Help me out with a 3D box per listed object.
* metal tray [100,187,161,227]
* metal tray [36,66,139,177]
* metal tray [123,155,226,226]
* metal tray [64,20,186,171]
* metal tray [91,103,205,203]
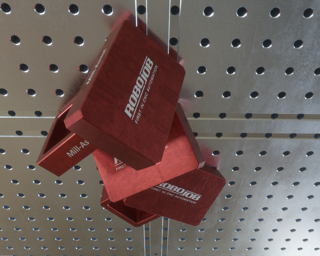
[{"bbox_3d":[-0.019,0.106,0.497,0.130,0.030,0.090,-32,123,24],"label":"metal tray"},{"bbox_3d":[-0.081,-0.011,0.358,0.130,0.090,0.030,-35,122,25],"label":"metal tray"},{"bbox_3d":[0.021,0.086,0.457,0.131,0.030,0.090,24,105,-22],"label":"metal tray"},{"bbox_3d":[-0.027,-0.035,0.311,0.090,0.130,0.030,36,142,-26],"label":"metal tray"},{"bbox_3d":[-0.020,0.031,0.398,0.130,0.030,0.090,-26,81,20],"label":"metal tray"}]
